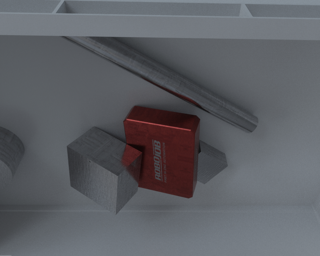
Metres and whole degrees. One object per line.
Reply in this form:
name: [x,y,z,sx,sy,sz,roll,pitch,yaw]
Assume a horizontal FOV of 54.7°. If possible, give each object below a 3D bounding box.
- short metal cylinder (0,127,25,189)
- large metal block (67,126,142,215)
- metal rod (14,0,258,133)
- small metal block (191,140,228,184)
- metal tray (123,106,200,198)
short metal cylinder: [-0.236,0.041,0.424,0.081,0.050,0.079,0,130,0]
large metal block: [-0.075,0.057,0.417,0.080,0.050,0.079,27,133,19]
metal rod: [-0.008,-0.064,0.354,0.302,0.025,0.025,25,126,-20]
small metal block: [0.062,0.051,0.453,0.050,0.025,0.050,29,124,-23]
metal tray: [0.005,0.036,0.419,0.090,0.030,0.129,10,132,15]
